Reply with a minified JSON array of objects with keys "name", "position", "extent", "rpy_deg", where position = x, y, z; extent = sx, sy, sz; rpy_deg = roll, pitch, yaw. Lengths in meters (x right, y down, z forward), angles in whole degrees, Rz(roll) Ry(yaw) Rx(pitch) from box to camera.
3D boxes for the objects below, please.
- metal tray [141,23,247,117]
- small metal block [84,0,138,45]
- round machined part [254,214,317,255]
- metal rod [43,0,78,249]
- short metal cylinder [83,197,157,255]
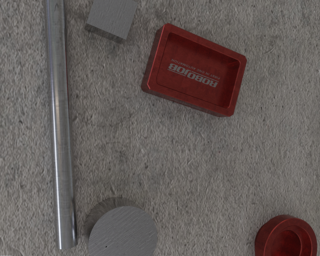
[{"name":"metal tray","position":[0.049,-0.075,0.424],"extent":[0.131,0.030,0.090],"rpy_deg":[17,84,-20]},{"name":"small metal block","position":[-0.061,-0.140,0.386],"extent":[0.050,0.025,0.050],"rpy_deg":[19,84,-19]},{"name":"round machined part","position":[0.184,0.179,0.469],"extent":[0.099,0.042,0.097],"rpy_deg":[0,90,-20]},{"name":"metal rod","position":[-0.117,-0.010,0.365],"extent":[0.025,0.025,0.298],"rpy_deg":[-3,91,-20]},{"name":"short metal cylinder","position":[-0.049,0.129,0.378],"extent":[0.081,0.050,0.080],"rpy_deg":[0,90,-20]}]
